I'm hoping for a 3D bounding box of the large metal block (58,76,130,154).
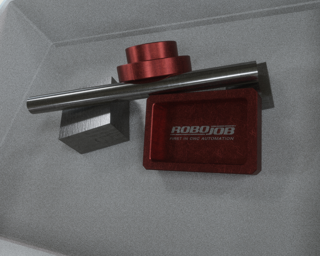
[{"bbox_3d":[-0.092,-0.017,0.443,0.080,0.050,0.080,-16,55,18],"label":"large metal block"}]

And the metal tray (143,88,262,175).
[{"bbox_3d":[0.046,0.005,0.354,0.130,0.030,0.090,-1,80,26],"label":"metal tray"}]

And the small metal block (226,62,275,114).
[{"bbox_3d":[0.108,-0.047,0.375,0.050,0.025,0.050,-11,57,22],"label":"small metal block"}]

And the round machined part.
[{"bbox_3d":[-0.009,-0.089,0.412,0.098,0.098,0.042,-4,100,26],"label":"round machined part"}]

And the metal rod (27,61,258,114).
[{"bbox_3d":[-0.034,-0.048,0.392,0.301,0.025,0.025,-6,59,16],"label":"metal rod"}]
